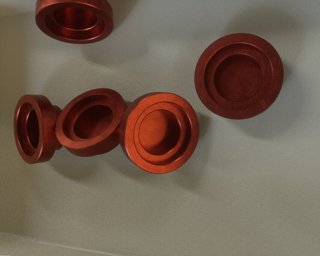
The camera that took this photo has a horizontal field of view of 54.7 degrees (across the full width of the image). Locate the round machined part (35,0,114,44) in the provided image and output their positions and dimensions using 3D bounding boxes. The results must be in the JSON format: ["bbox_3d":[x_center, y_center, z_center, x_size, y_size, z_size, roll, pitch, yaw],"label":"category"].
[{"bbox_3d":[-0.112,-0.155,0.412,0.098,0.098,0.042,-9,75,19],"label":"round machined part"}]

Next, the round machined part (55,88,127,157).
[{"bbox_3d":[-0.085,-0.003,0.414,0.098,0.042,0.098,-10,52,14],"label":"round machined part"}]

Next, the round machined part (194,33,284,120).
[{"bbox_3d":[0.094,-0.058,0.368,0.098,0.042,0.097,0,90,19],"label":"round machined part"}]

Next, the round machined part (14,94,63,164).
[{"bbox_3d":[-0.171,0.001,0.447,0.098,0.042,0.097,4,96,44],"label":"round machined part"}]

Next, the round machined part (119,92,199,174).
[{"bbox_3d":[-0.004,0.004,0.384,0.099,0.042,0.097,-4,99,-25],"label":"round machined part"}]
